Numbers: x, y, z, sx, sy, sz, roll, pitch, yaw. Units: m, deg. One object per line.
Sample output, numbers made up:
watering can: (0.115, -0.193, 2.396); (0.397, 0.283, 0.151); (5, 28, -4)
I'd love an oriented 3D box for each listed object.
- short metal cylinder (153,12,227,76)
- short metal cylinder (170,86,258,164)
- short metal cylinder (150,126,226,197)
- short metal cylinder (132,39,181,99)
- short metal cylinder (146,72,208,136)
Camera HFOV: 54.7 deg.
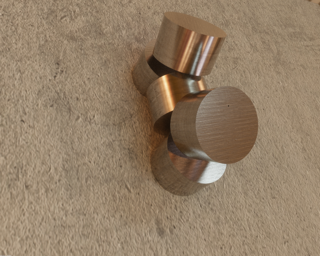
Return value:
short metal cylinder: (0.036, -0.107, 0.391); (0.081, 0.050, 0.080); (15, 32, -9)
short metal cylinder: (0.059, -0.003, 0.338); (0.081, 0.050, 0.080); (0, 90, -27)
short metal cylinder: (0.034, 0.039, 0.384); (0.081, 0.050, 0.080); (14, 56, -21)
short metal cylinder: (0.006, -0.080, 0.442); (0.081, 0.050, 0.080); (14, 56, -21)
short metal cylinder: (0.026, -0.030, 0.403); (0.081, 0.080, 0.050); (1, 61, -28)
